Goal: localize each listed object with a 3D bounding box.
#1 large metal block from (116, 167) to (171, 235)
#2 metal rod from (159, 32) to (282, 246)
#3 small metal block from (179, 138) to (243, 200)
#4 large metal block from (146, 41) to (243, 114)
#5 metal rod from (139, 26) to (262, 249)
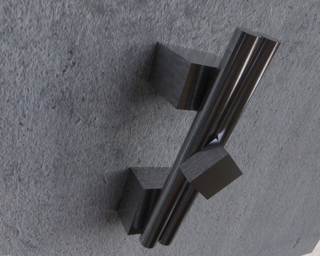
[{"bbox_3d":[-0.009,0.104,0.451,0.081,0.050,0.079,5,116,-31],"label":"large metal block"},{"bbox_3d":[0.055,0.035,0.365,0.025,0.025,0.298,3,124,-30],"label":"metal rod"},{"bbox_3d":[0.057,0.047,0.342,0.050,0.025,0.050,-38,135,4],"label":"small metal block"},{"bbox_3d":[0.042,-0.058,0.360,0.081,0.080,0.050,3,117,-30],"label":"large metal block"},{"bbox_3d":[0.032,0.034,0.352,0.025,0.025,0.298,3,124,-30],"label":"metal rod"}]
